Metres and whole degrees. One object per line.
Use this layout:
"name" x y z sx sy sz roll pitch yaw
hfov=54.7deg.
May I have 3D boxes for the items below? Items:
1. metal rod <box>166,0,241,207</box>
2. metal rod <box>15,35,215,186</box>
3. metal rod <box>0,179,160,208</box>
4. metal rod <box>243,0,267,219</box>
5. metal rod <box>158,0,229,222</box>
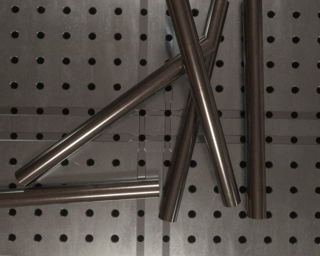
"metal rod" 0.053 -0.038 0.378 0.025 0.025 0.298 -18 105 0
"metal rod" -0.061 -0.019 0.400 0.300 0.025 0.025 -35 91 4
"metal rod" -0.152 0.090 0.411 0.302 0.025 0.025 -4 90 -1
"metal rod" 0.127 -0.030 0.415 0.025 0.025 0.298 -1 90 -1
"metal rod" 0.045 -0.024 0.413 0.025 0.025 0.298 14 90 -1
